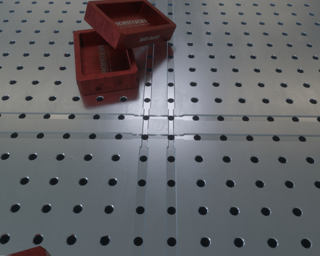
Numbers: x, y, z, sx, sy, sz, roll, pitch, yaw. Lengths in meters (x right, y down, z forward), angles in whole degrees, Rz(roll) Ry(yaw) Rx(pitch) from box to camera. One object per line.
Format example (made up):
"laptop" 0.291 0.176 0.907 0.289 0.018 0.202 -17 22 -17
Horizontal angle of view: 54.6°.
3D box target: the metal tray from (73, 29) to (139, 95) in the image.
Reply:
"metal tray" -0.089 -0.113 0.498 0.091 0.030 0.130 -9 51 -8

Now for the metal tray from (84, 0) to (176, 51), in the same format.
"metal tray" -0.046 -0.176 0.514 0.090 0.030 0.131 45 44 18

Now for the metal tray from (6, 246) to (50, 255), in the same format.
"metal tray" -0.158 0.166 0.263 0.131 0.030 0.090 -13 51 -11
